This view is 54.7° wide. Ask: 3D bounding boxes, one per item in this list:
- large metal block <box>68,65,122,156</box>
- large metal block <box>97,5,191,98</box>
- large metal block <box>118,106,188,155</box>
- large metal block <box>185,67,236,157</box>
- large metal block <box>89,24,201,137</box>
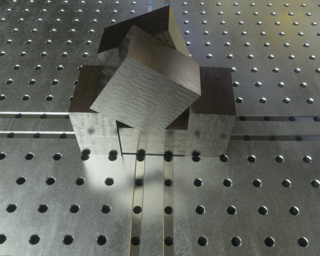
[{"bbox_3d":[-0.073,-0.022,0.389,0.050,0.080,0.080,2,50,1],"label":"large metal block"},{"bbox_3d":[-0.013,-0.081,0.357,0.080,0.080,0.050,-13,47,18],"label":"large metal block"},{"bbox_3d":[-0.006,-0.014,0.400,0.081,0.050,0.080,2,50,1],"label":"large metal block"},{"bbox_3d":[0.059,-0.020,0.389,0.050,0.080,0.080,3,50,2],"label":"large metal block"},{"bbox_3d":[-0.015,-0.044,0.322,0.080,0.080,0.050,25,45,-23],"label":"large metal block"}]
